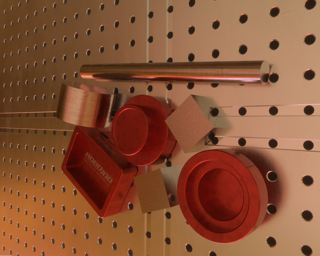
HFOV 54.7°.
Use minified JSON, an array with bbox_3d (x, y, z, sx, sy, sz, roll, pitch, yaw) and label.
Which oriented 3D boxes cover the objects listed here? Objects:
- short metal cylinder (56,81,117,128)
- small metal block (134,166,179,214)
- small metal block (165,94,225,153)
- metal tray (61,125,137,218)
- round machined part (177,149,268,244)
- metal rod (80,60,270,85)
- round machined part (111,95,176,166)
[{"bbox_3d":[-0.110,-0.036,0.464,0.080,0.081,0.050,23,104,38],"label":"short metal cylinder"},{"bbox_3d":[-0.003,0.083,0.413,0.050,0.025,0.050,-24,75,37],"label":"small metal block"},{"bbox_3d":[0.041,-0.005,0.376,0.050,0.025,0.050,-46,63,30],"label":"small metal block"},{"bbox_3d":[-0.101,0.065,0.489,0.130,0.030,0.089,38,114,33],"label":"metal tray"},{"bbox_3d":[0.071,0.071,0.340,0.098,0.042,0.097,0,90,40],"label":"round machined part"},{"bbox_3d":[-0.006,-0.075,0.414,0.300,0.025,0.025,9,96,39],"label":"metal rod"},{"bbox_3d":[-0.028,0.003,0.421,0.098,0.042,0.097,-3,85,39],"label":"round machined part"}]
